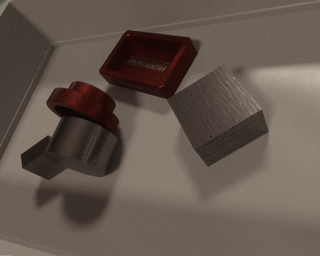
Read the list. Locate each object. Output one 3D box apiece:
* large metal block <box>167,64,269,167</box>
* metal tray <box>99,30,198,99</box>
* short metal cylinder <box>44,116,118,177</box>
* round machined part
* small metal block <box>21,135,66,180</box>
[{"bbox_3d":[0.066,-0.015,0.363,0.080,0.050,0.080,-32,52,7],"label":"large metal block"},{"bbox_3d":[-0.020,-0.101,0.473,0.130,0.030,0.090,19,71,35],"label":"metal tray"},{"bbox_3d":[-0.102,0.026,0.406,0.080,0.080,0.050,6,65,30],"label":"short metal cylinder"},{"bbox_3d":[-0.101,-0.028,0.427,0.098,0.098,0.042,12,68,33],"label":"round machined part"},{"bbox_3d":[-0.160,0.044,0.443,0.050,0.050,0.025,-34,51,8],"label":"small metal block"}]
